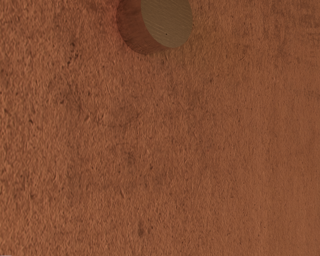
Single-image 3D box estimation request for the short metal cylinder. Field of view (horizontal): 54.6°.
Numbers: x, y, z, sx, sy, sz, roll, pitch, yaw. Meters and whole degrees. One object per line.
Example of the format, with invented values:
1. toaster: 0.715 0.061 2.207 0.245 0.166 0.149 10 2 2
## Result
1. short metal cylinder: -0.006 -0.135 0.382 0.081 0.050 0.080 0 90 -40
